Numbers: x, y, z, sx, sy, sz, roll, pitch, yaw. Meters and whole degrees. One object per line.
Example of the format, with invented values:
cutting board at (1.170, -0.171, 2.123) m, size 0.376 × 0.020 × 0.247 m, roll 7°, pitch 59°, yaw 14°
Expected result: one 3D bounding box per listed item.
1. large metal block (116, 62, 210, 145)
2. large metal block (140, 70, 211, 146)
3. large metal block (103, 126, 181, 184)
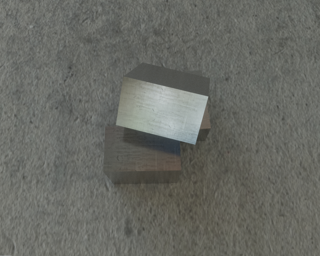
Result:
large metal block at (0.007, -0.030, 0.330) m, size 0.080 × 0.080 × 0.050 m, roll 14°, pitch 113°, yaw 5°
large metal block at (0.017, -0.025, 0.404) m, size 0.081 × 0.050 × 0.080 m, roll -5°, pitch 70°, yaw -2°
large metal block at (-0.019, 0.034, 0.366) m, size 0.081 × 0.080 × 0.050 m, roll -1°, pitch 70°, yaw -1°
